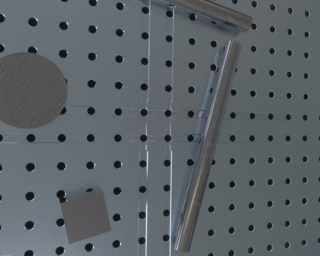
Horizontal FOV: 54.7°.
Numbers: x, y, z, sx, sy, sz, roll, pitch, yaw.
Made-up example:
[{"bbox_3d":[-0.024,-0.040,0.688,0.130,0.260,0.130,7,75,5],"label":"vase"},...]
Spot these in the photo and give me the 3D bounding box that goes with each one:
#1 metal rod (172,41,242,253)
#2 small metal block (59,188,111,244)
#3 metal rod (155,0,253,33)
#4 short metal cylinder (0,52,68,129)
[{"bbox_3d":[0.067,0.022,0.437,0.025,0.025,0.299,17,84,-19],"label":"metal rod"},{"bbox_3d":[-0.092,0.106,0.379,0.050,0.025,0.050,-12,94,-20],"label":"small metal block"},{"bbox_3d":[-0.009,-0.184,0.408,0.302,0.025,0.025,12,86,-20],"label":"metal rod"},{"bbox_3d":[-0.147,-0.039,0.345,0.081,0.050,0.079,0,90,-20],"label":"short metal cylinder"}]
